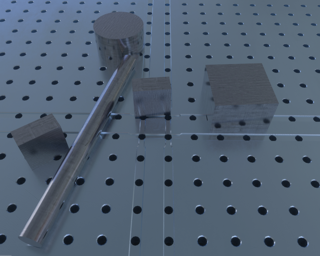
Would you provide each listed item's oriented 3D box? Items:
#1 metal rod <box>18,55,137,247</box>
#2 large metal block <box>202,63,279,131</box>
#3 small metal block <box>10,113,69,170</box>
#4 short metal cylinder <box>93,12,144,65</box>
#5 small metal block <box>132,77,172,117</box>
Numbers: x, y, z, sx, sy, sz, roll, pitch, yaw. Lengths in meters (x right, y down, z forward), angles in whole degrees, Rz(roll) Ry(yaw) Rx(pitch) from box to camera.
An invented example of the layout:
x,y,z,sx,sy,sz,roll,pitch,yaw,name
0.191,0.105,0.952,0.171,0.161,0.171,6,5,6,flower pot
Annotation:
x,y,z,sx,sy,sz,roll,pitch,yaw,name
-0.089,0.004,0.403,0.025,0.025,0.300,12,51,10,metal rod
0.106,-0.044,0.430,0.081,0.050,0.080,-2,50,-3,large metal block
-0.143,0.017,0.375,0.050,0.050,0.025,-29,56,-22,small metal block
-0.067,-0.150,0.517,0.081,0.050,0.080,0,50,0,short metal cylinder
-0.011,-0.042,0.427,0.050,0.050,0.025,-4,50,-4,small metal block
